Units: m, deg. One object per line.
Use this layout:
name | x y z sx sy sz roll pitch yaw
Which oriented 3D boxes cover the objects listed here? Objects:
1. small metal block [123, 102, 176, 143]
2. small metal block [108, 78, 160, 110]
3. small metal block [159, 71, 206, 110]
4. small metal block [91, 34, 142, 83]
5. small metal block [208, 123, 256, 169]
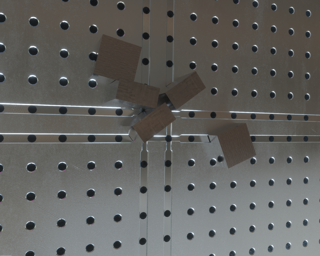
small metal block | -0.015 -0.007 0.394 0.050 0.050 0.025 -37 102 -16
small metal block | -0.034 -0.041 0.387 0.050 0.050 0.025 12 86 -20
small metal block | 0.024 -0.047 0.408 0.050 0.050 0.025 -37 102 -16
small metal block | -0.055 -0.083 0.392 0.050 0.025 0.050 14 85 -20
small metal block | 0.105 0.025 0.451 0.050 0.025 0.050 -22 98 -19
